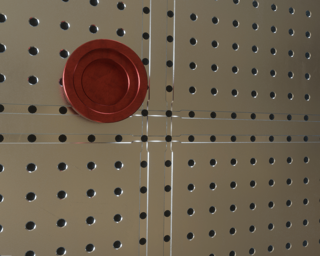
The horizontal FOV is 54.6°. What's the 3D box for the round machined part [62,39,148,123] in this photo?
[{"bbox_3d":[-0.068,-0.055,0.378,0.099,0.042,0.097,0,90,-20],"label":"round machined part"}]
